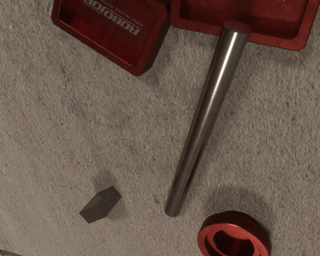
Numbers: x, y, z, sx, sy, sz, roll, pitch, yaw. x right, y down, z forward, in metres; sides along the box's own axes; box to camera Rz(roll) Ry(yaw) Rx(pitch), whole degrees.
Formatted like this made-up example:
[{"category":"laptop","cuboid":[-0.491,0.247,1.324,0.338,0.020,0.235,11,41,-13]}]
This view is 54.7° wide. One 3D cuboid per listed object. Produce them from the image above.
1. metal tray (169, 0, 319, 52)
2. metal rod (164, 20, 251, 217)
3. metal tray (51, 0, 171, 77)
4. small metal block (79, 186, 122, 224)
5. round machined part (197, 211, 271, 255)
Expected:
[{"category":"metal tray","cuboid":[0.077,-0.129,0.282,0.130,0.030,0.089,17,125,18]},{"category":"metal rod","cuboid":[0.043,0.018,0.373,0.025,0.025,0.298,25,134,13]},{"category":"metal tray","cuboid":[-0.055,-0.130,0.350,0.130,0.030,0.089,33,129,6]},{"category":"small metal block","cuboid":[-0.100,0.129,0.521,0.050,0.050,0.025,-30,102,37]},{"category":"round machined part","cuboid":[0.106,0.156,0.436,0.098,0.042,0.097,13,124,20]}]
